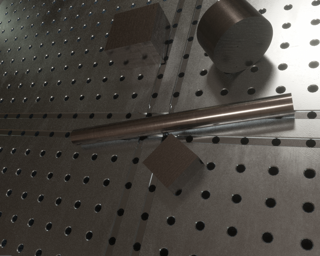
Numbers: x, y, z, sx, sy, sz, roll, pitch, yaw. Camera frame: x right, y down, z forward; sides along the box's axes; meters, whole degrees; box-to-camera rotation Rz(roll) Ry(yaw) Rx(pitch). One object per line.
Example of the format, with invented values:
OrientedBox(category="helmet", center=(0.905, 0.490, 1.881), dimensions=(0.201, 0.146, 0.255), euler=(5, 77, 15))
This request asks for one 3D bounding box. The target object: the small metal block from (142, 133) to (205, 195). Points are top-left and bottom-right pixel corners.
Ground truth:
OrientedBox(category="small metal block", center=(0.016, 0.043, 0.373), dimensions=(0.050, 0.025, 0.050), euler=(-46, 51, -4))

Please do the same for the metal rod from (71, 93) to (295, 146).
OrientedBox(category="metal rod", center=(0.012, -0.006, 0.404), dimensions=(0.301, 0.025, 0.025), euler=(-9, 58, 23))

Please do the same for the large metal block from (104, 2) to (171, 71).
OrientedBox(category="large metal block", center=(-0.034, -0.145, 0.497), dimensions=(0.080, 0.050, 0.080), euler=(-5, 60, 25))

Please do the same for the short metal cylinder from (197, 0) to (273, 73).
OrientedBox(category="short metal cylinder", center=(0.094, -0.118, 0.395), dimensions=(0.080, 0.080, 0.050), euler=(-31, 52, 8))
